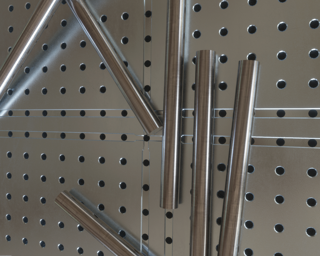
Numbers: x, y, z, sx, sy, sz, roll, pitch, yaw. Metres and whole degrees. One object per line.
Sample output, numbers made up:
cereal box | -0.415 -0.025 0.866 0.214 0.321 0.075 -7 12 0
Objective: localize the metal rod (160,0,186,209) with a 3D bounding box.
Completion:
metal rod | 0.017 -0.046 0.406 0.025 0.025 0.298 2 91 20

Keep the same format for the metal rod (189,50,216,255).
metal rod | 0.053 0.053 0.393 0.025 0.025 0.298 2 91 20

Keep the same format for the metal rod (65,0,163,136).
metal rod | -0.083 -0.121 0.442 0.025 0.025 0.299 -35 79 17

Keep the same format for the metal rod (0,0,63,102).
metal rod | -0.201 -0.131 0.467 0.025 0.025 0.299 47 110 14

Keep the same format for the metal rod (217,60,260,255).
metal rod | 0.093 0.069 0.379 0.025 0.025 0.298 7 92 20

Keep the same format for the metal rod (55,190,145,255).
metal rod | -0.029 0.184 0.423 0.300 0.025 0.025 34 101 16
